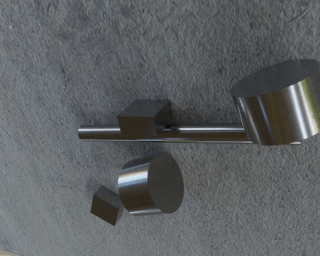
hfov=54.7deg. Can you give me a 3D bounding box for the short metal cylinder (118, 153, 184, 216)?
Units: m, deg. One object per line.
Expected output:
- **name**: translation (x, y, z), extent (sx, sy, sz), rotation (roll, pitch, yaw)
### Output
- **short metal cylinder**: translation (-0.011, 0.078, 0.424), extent (0.050, 0.080, 0.080), rotation (-17, 110, 34)

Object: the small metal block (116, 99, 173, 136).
- **small metal block**: translation (-0.018, -0.014, 0.390), extent (0.050, 0.050, 0.025), rotation (3, 120, 26)

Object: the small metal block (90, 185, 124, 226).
- **small metal block**: translation (-0.090, 0.135, 0.535), extent (0.050, 0.025, 0.050), rotation (26, 127, 11)

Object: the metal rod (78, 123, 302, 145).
- **metal rod**: translation (0.017, 0.007, 0.400), extent (0.300, 0.025, 0.025), rotation (0, 118, 28)

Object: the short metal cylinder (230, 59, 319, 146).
- **short metal cylinder**: translation (0.114, -0.026, 0.295), extent (0.080, 0.080, 0.050), rotation (-13, 112, 33)
